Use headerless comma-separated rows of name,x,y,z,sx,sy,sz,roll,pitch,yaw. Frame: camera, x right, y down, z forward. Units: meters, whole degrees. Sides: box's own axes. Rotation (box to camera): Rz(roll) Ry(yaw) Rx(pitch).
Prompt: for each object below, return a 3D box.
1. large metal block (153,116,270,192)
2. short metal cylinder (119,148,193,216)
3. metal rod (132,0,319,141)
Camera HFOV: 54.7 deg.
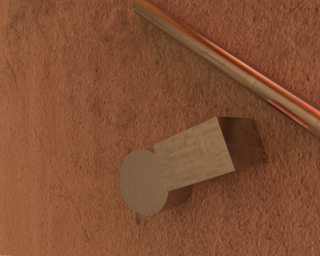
large metal block,0.054,0.027,0.323,0.080,0.081,0.050,-26,74,36
short metal cylinder,-0.005,0.065,0.391,0.080,0.050,0.079,0,90,39
metal rod,0.066,-0.080,0.349,0.300,0.025,0.025,44,116,31
